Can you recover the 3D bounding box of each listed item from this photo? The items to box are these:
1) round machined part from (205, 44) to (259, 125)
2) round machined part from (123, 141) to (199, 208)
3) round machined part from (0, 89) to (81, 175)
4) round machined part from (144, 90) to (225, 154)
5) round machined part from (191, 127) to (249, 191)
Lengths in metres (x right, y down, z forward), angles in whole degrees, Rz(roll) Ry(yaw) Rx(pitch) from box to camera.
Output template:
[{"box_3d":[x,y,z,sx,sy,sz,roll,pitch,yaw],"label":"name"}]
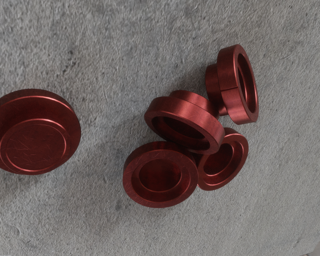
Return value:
[{"box_3d":[0.089,-0.051,0.389,0.042,0.098,0.098,-11,137,29],"label":"round machined part"},{"box_3d":[0.000,0.058,0.418,0.099,0.042,0.097,-2,120,-4],"label":"round machined part"},{"box_3d":[-0.133,0.011,0.330,0.099,0.042,0.097,-14,124,-21],"label":"round machined part"},{"box_3d":[0.034,-0.010,0.380,0.098,0.098,0.042,45,64,-40],"label":"round machined part"},{"box_3d":[0.080,0.042,0.461,0.099,0.042,0.097,-18,127,-26],"label":"round machined part"}]
